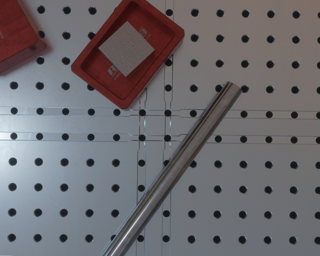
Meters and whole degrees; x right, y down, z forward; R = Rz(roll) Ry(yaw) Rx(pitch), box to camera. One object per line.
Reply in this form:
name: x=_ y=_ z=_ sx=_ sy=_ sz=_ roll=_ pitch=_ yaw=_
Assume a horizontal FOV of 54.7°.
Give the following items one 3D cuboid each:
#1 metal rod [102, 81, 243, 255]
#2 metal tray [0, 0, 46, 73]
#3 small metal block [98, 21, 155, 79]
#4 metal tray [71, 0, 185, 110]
metal rod: x=0.012 y=0.066 z=0.413 sx=0.025 sy=0.025 sz=0.299 roll=36 pitch=90 yaw=-1
metal tray: x=-0.224 y=-0.146 z=0.408 sx=0.090 sy=0.030 sz=0.130 roll=-29 pitch=90 yaw=-1
small metal block: x=-0.042 y=-0.099 z=0.400 sx=0.050 sy=0.025 sz=0.050 roll=-43 pitch=91 yaw=0
metal tray: x=-0.041 y=-0.099 z=0.410 sx=0.090 sy=0.030 sz=0.130 roll=38 pitch=90 yaw=-1
